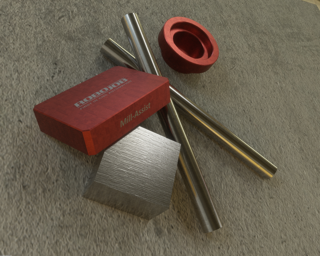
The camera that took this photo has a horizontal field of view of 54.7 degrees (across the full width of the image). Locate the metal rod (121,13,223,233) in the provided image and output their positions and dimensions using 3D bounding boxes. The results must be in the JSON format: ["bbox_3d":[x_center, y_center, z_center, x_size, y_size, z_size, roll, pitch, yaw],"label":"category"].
[{"bbox_3d":[0.010,-0.016,0.399,0.025,0.025,0.299,-13,75,-34],"label":"metal rod"}]

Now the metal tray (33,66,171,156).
[{"bbox_3d":[-0.061,-0.027,0.353,0.090,0.030,0.131,20,41,33],"label":"metal tray"}]

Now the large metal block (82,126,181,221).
[{"bbox_3d":[-0.030,0.046,0.345,0.080,0.050,0.080,24,53,-14],"label":"large metal block"}]

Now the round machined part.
[{"bbox_3d":[0.041,-0.126,0.494,0.099,0.042,0.098,14,56,-21],"label":"round machined part"}]

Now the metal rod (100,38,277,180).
[{"bbox_3d":[0.043,-0.025,0.444,0.301,0.025,0.025,37,51,-4],"label":"metal rod"}]
